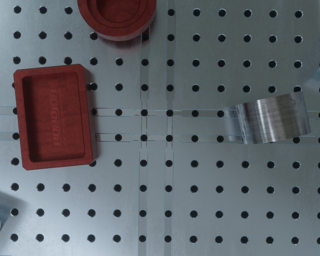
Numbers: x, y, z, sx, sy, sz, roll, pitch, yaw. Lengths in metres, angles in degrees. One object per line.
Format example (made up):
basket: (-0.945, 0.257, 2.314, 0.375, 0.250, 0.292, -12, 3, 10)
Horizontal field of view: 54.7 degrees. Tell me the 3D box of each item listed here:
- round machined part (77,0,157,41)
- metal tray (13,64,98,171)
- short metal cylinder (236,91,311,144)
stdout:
round machined part: (-0.053, -0.162, 0.404, 0.099, 0.042, 0.097, 0, 90, 0)
metal tray: (-0.136, -0.014, 0.409, 0.091, 0.030, 0.129, -6, 90, 0)
short metal cylinder: (0.140, -0.013, 0.387, 0.080, 0.080, 0.050, -12, 90, 0)
